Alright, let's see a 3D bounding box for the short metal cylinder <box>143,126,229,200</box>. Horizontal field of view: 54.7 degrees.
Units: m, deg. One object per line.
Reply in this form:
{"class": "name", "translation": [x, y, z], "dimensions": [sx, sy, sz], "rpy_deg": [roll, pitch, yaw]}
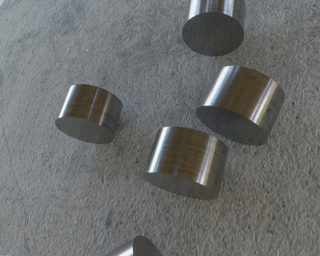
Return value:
{"class": "short metal cylinder", "translation": [0.028, 0.039, 0.330], "dimensions": [0.080, 0.080, 0.050], "rpy_deg": [4, 64, 30]}

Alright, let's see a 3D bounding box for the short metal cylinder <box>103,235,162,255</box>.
{"class": "short metal cylinder", "translation": [-0.023, 0.150, 0.289], "dimensions": [0.050, 0.080, 0.080], "rpy_deg": [-33, 52, 7]}

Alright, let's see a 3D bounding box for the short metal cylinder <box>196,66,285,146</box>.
{"class": "short metal cylinder", "translation": [0.087, -0.022, 0.337], "dimensions": [0.080, 0.080, 0.050], "rpy_deg": [18, 71, 35]}

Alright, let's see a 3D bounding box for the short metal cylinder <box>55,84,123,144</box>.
{"class": "short metal cylinder", "translation": [-0.097, -0.017, 0.431], "dimensions": [0.080, 0.080, 0.050], "rpy_deg": [-2, 61, 27]}

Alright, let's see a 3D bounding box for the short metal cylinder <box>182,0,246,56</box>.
{"class": "short metal cylinder", "translation": [0.073, -0.143, 0.418], "dimensions": [0.080, 0.080, 0.050], "rpy_deg": [-4, 60, 26]}
